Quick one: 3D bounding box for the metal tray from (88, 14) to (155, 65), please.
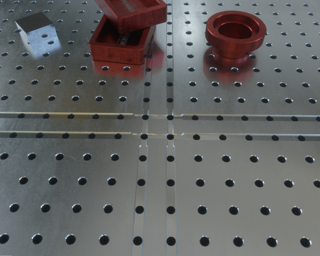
[{"bbox_3d":[-0.061,-0.167,0.543,0.090,0.030,0.130,7,50,6],"label":"metal tray"}]

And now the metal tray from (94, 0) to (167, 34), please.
[{"bbox_3d":[-0.055,-0.223,0.551,0.091,0.030,0.130,-21,53,-17],"label":"metal tray"}]

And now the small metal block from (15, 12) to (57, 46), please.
[{"bbox_3d":[-0.223,-0.180,0.557,0.050,0.025,0.050,-31,57,-23],"label":"small metal block"}]

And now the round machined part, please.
[{"bbox_3d":[0.126,-0.156,0.528,0.099,0.042,0.098,0,50,0],"label":"round machined part"}]
